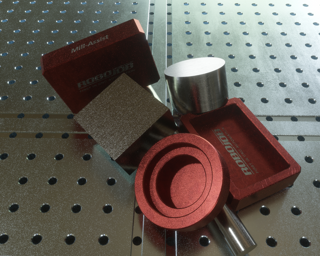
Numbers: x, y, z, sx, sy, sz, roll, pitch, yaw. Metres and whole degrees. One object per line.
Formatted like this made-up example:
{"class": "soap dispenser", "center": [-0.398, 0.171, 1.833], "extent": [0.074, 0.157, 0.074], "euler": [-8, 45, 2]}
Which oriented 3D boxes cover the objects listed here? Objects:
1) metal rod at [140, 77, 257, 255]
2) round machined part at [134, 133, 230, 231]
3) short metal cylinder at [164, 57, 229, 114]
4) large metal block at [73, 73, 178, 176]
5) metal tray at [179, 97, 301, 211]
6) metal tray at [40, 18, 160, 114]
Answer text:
{"class": "metal rod", "center": [0.020, 0.016, 0.388], "extent": [0.025, 0.025, 0.300], "euler": [-20, 53, -16]}
{"class": "round machined part", "center": [0.026, 0.058, 0.325], "extent": [0.098, 0.042, 0.098], "euler": [-13, 62, 26]}
{"class": "short metal cylinder", "center": [0.050, -0.059, 0.417], "extent": [0.080, 0.050, 0.080], "euler": [-10, 26, 5]}
{"class": "large metal block", "center": [-0.039, -0.005, 0.367], "extent": [0.080, 0.050, 0.080], "euler": [-44, 61, -10]}
{"class": "metal tray", "center": [0.091, 0.025, 0.379], "extent": [0.091, 0.030, 0.130], "euler": [-20, 53, -16]}
{"class": "metal tray", "center": [-0.074, -0.077, 0.406], "extent": [0.131, 0.090, 0.030], "euler": [-22, 54, 0]}
